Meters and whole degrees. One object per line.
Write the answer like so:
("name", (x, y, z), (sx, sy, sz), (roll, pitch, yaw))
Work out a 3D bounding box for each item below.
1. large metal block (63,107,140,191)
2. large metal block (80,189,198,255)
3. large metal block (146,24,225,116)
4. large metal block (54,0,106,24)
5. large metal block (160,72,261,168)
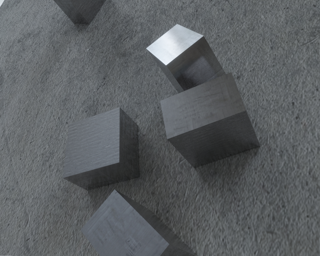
("large metal block", (-0.075, 0.029, 0.410), (0.080, 0.050, 0.080), (-17, 55, 18))
("large metal block", (-0.018, 0.115, 0.307), (0.080, 0.080, 0.050), (34, 81, 38))
("large metal block", (0.036, -0.073, 0.381), (0.050, 0.080, 0.080), (-38, 32, 2))
("large metal block", (-0.160, -0.266, 0.617), (0.050, 0.080, 0.080), (16, 70, 34))
("large metal block", (0.057, -0.004, 0.341), (0.080, 0.080, 0.050), (-21, 54, 16))
